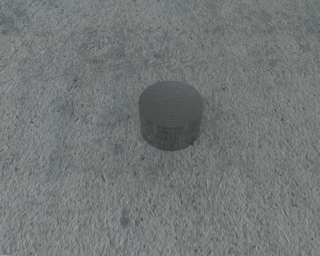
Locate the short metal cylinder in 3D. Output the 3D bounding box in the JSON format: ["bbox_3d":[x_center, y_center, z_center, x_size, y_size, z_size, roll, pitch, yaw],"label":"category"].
[{"bbox_3d":[0.014,-0.016,0.402,0.081,0.050,0.080,0,50,0],"label":"short metal cylinder"}]
